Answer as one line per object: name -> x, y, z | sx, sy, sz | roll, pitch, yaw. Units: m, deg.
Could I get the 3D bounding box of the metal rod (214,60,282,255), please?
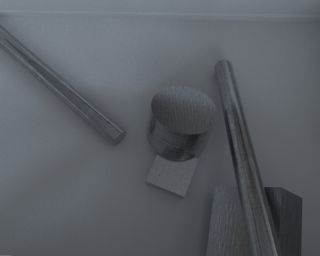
metal rod -> 0.089, 0.020, 0.340 | 0.025, 0.025, 0.300 | 1, 46, 0

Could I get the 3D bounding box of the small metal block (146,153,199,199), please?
small metal block -> 0.015, 0.055, 0.390 | 0.050, 0.025, 0.050 | 21, 71, 7

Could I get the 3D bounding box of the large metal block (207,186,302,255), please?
large metal block -> 0.102, 0.109, 0.335 | 0.050, 0.080, 0.080 | 28, 64, -38

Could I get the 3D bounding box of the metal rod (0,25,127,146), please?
metal rod -> -0.166, -0.079, 0.436 | 0.300, 0.025, 0.025 | 39, 74, 13

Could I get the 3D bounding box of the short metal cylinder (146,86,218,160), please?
short metal cylinder -> 0.026, -0.007, 0.385 | 0.081, 0.050, 0.080 | 6, 48, -7
